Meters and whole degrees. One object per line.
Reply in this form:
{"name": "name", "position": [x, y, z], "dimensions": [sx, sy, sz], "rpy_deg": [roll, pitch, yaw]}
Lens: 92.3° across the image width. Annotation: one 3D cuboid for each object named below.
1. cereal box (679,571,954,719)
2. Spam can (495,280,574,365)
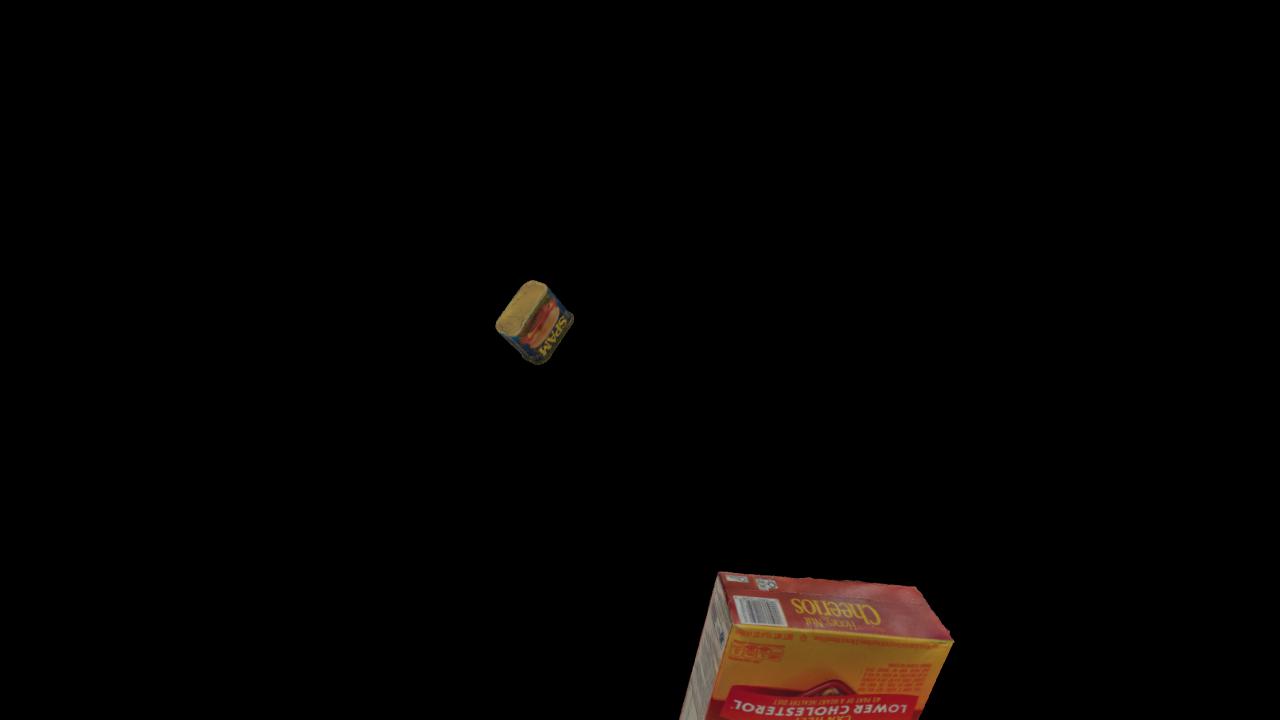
{"name": "cereal box", "position": [0.146, 0.354, 0.594], "dimensions": [0.203, 0.306, 0.081], "rpy_deg": [8, 20, -8]}
{"name": "Spam can", "position": [-0.159, -0.058, 0.932], "dimensions": [0.058, 0.101, 0.085], "rpy_deg": [21, -19, 33]}
